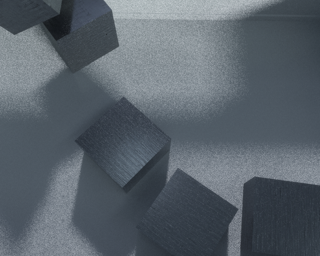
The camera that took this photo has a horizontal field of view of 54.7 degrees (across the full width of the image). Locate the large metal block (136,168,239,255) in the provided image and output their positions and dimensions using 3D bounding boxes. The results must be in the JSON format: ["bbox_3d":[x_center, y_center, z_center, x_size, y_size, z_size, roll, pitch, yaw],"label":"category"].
[{"bbox_3d":[0.030,0.106,0.358,0.080,0.050,0.080,34,73,11],"label":"large metal block"}]

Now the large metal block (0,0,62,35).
[{"bbox_3d":[-0.164,-0.171,0.374,0.080,0.050,0.080,-11,65,27],"label":"large metal block"}]

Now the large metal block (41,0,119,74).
[{"bbox_3d":[-0.109,-0.133,0.428,0.080,0.080,0.050,-35,74,-12],"label":"large metal block"}]

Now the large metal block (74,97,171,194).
[{"bbox_3d":[-0.044,0.022,0.388,0.080,0.050,0.080,42,75,13],"label":"large metal block"}]

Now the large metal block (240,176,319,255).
[{"bbox_3d":[0.142,0.106,0.360,0.080,0.050,0.080,8,70,2],"label":"large metal block"}]
